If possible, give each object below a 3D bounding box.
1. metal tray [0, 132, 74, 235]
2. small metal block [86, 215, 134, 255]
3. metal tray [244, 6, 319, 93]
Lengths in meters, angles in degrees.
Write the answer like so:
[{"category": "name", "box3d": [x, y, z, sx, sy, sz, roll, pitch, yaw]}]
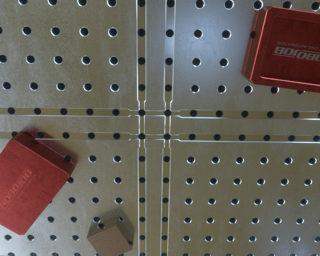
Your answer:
[{"category": "metal tray", "box3d": [-0.196, 0.081, 0.438, 0.090, 0.030, 0.130, 37, 106, -13]}, {"category": "small metal block", "box3d": [-0.075, 0.169, 0.475, 0.050, 0.025, 0.050, -26, 109, 8]}, {"category": "metal tray", "box3d": [0.179, -0.092, 0.379, 0.131, 0.030, 0.089, 7, 110, -3]}]
